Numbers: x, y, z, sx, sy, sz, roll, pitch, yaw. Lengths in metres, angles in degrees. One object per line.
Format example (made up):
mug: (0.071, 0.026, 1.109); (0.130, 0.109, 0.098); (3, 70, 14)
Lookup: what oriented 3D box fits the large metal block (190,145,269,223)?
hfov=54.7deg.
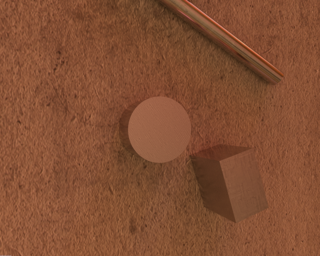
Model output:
large metal block: (0.090, 0.069, 0.414); (0.050, 0.080, 0.080); (-18, 97, -19)

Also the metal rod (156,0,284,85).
metal rod: (0.057, -0.149, 0.430); (0.301, 0.025, 0.025); (30, 80, -18)

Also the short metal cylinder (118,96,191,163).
short metal cylinder: (-0.008, 0.002, 0.394); (0.081, 0.050, 0.079); (0, 90, -21)
